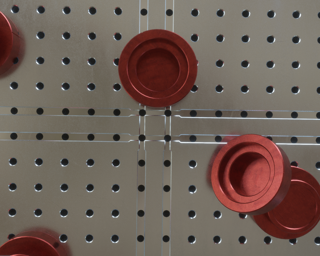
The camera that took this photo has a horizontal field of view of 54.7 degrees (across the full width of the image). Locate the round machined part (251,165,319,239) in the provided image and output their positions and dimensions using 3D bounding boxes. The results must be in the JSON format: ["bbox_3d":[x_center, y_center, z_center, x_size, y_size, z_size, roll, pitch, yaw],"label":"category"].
[{"bbox_3d":[0.168,0.098,0.407,0.099,0.042,0.097,0,90,-1],"label":"round machined part"}]

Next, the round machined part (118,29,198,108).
[{"bbox_3d":[-0.003,-0.075,0.405,0.099,0.042,0.097,0,90,-1],"label":"round machined part"}]

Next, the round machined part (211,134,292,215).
[{"bbox_3d":[0.117,0.060,0.389,0.042,0.098,0.098,26,90,-40],"label":"round machined part"}]

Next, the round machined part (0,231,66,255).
[{"bbox_3d":[-0.174,0.190,0.403,0.099,0.042,0.097,0,90,-1],"label":"round machined part"}]

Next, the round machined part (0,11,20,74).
[{"bbox_3d":[-0.241,-0.116,0.402,0.099,0.042,0.097,0,90,-1],"label":"round machined part"}]
